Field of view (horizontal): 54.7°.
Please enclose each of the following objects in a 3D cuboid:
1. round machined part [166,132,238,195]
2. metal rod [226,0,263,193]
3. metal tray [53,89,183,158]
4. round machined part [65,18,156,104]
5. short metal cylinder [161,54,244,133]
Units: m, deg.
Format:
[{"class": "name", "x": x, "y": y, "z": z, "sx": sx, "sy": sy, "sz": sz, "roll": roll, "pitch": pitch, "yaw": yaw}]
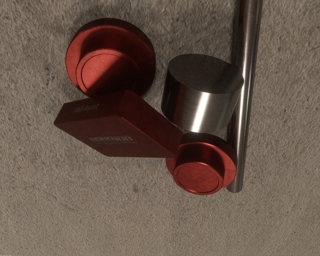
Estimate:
[{"class": "round machined part", "x": 0.056, "y": 0.056, "z": 0.429, "sx": 0.098, "sy": 0.042, "sz": 0.097, "roll": 10, "pitch": 133, "yaw": 11}, {"class": "metal rod", "x": 0.102, "y": -0.020, "z": 0.391, "sx": 0.025, "sy": 0.025, "sz": 0.298, "roll": -5, "pitch": 130, "yaw": 3}, {"class": "metal tray", "x": -0.050, "y": 0.001, "z": 0.356, "sx": 0.130, "sy": 0.030, "sz": 0.090, "roll": -4, "pitch": 147, "yaw": 45}, {"class": "round machined part", "x": -0.054, "y": -0.065, "z": 0.340, "sx": 0.099, "sy": 0.042, "sz": 0.097, "roll": -1, "pitch": 130, "yaw": 0}, {"class": "short metal cylinder", "x": 0.044, "y": -0.040, "z": 0.338, "sx": 0.081, "sy": 0.080, "sz": 0.050, "roll": 6, "pitch": 130, "yaw": -6}]
